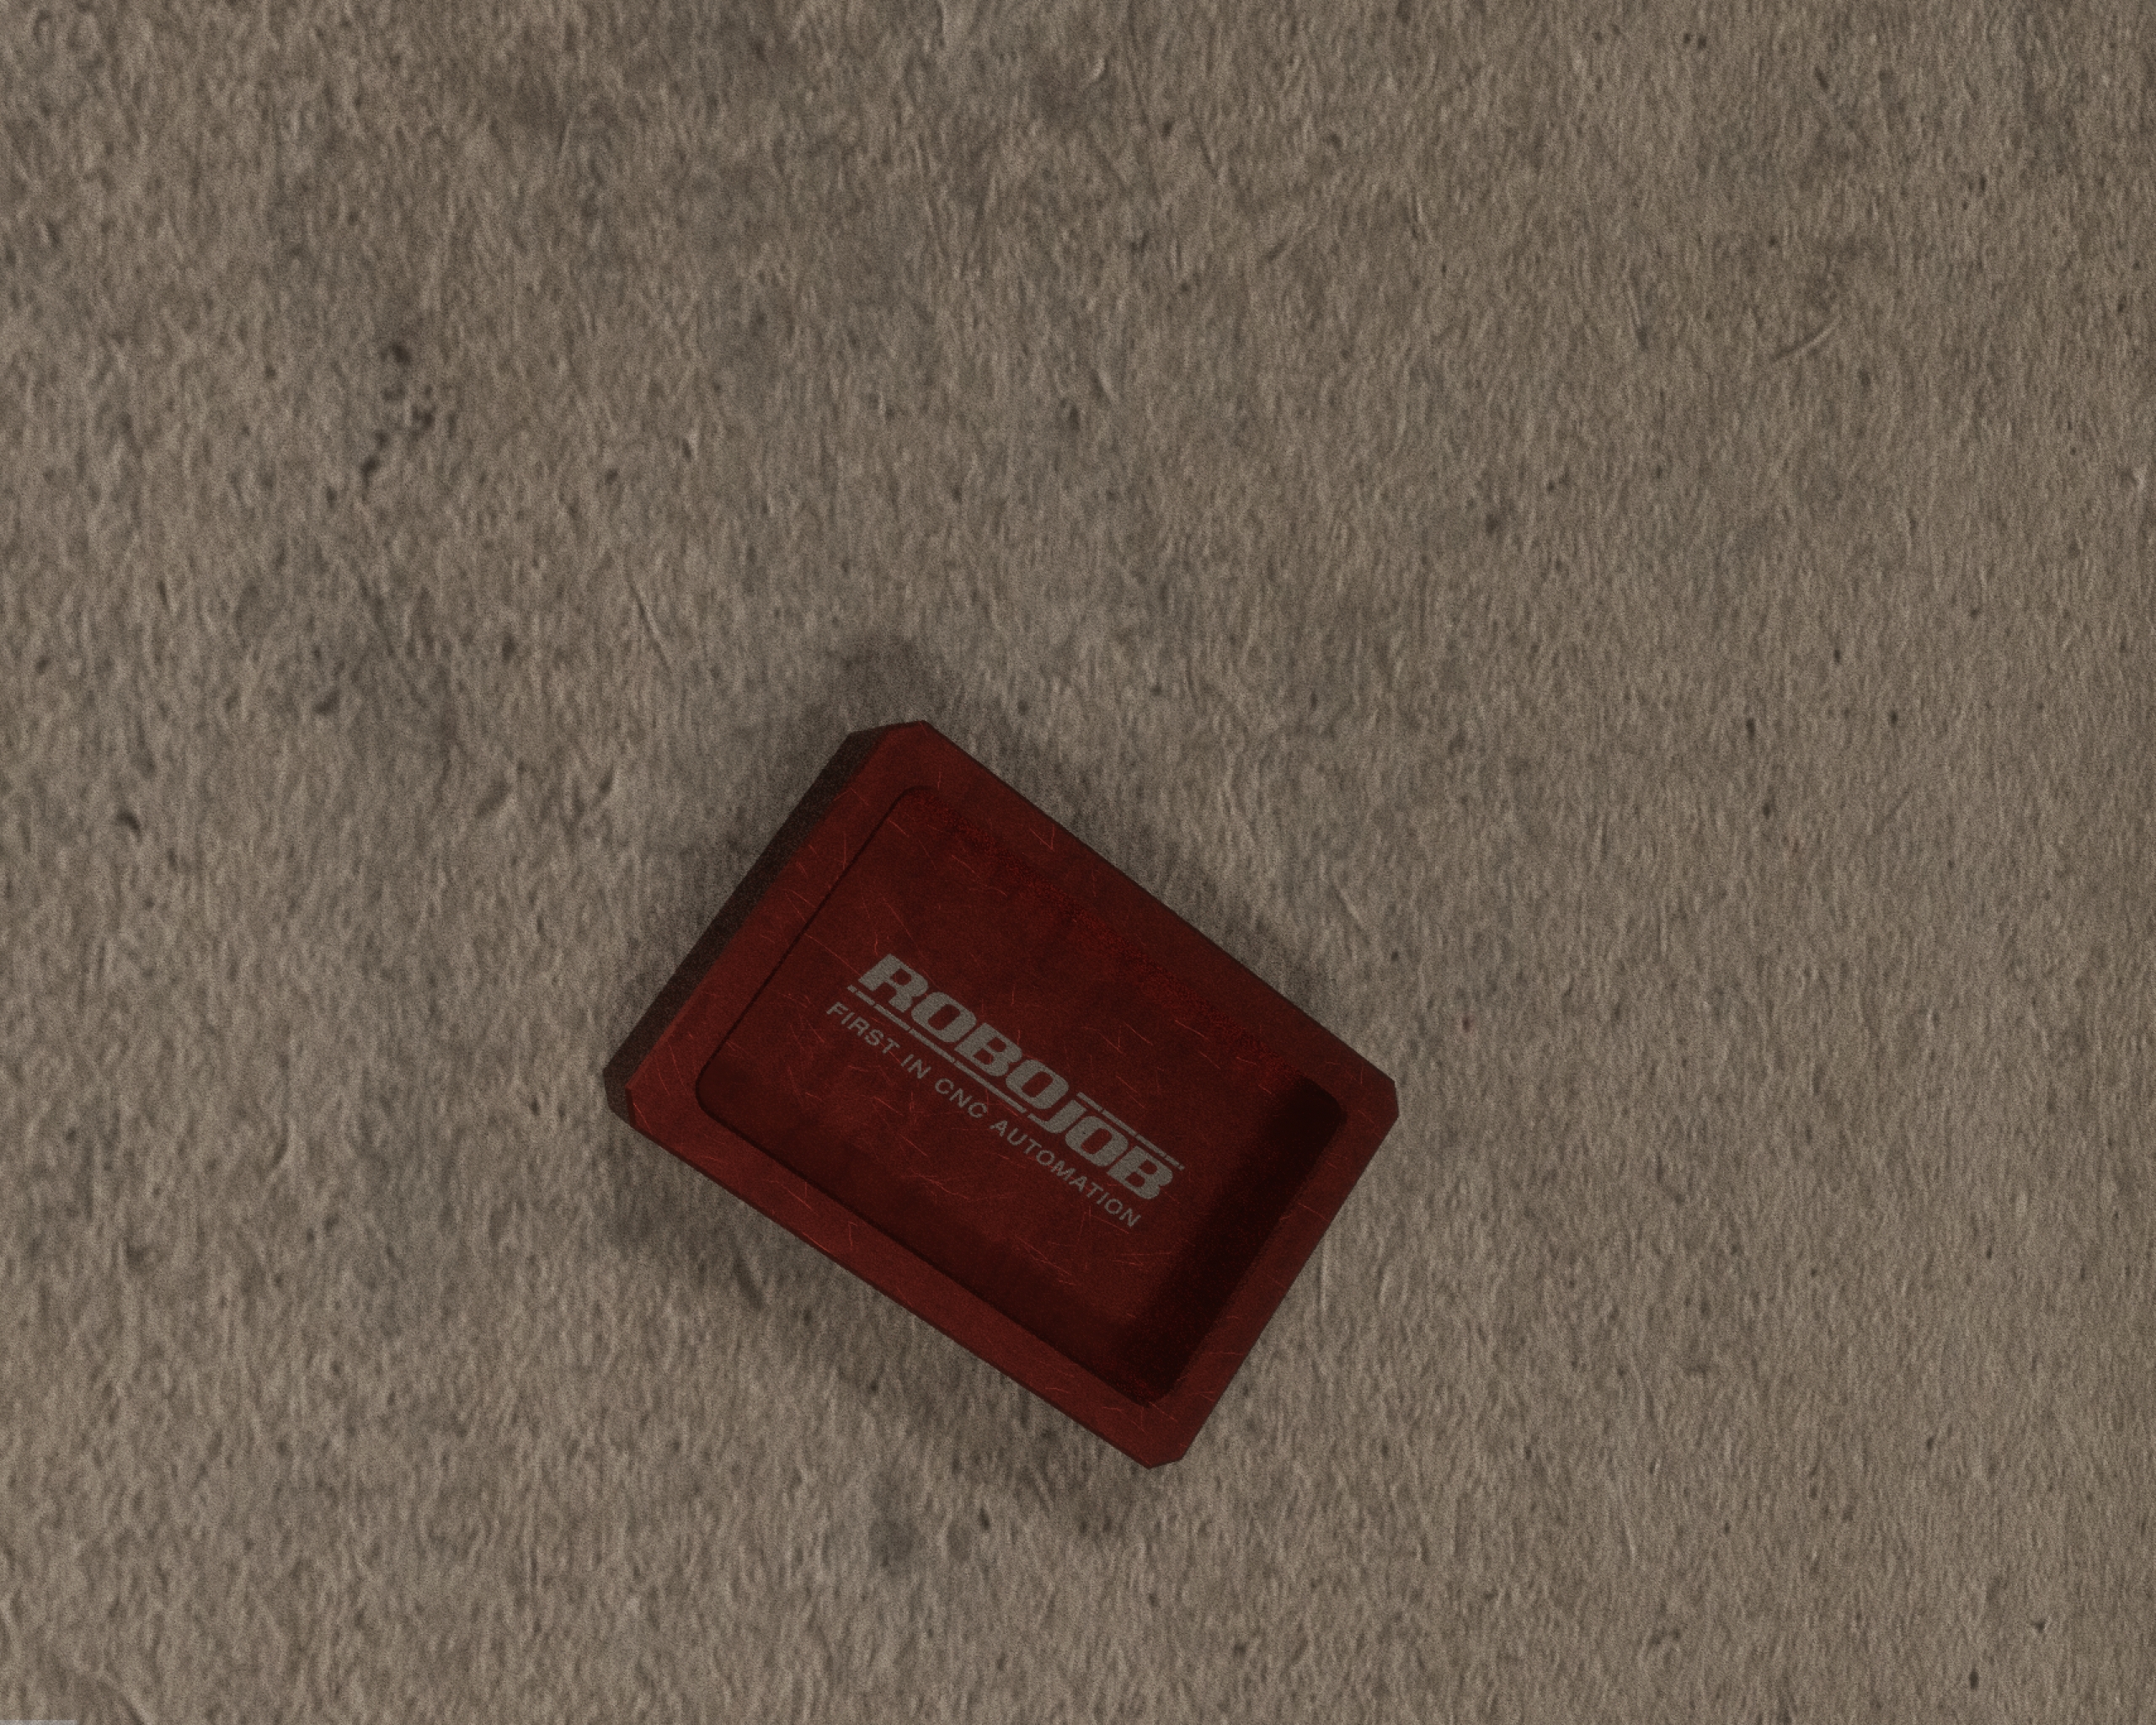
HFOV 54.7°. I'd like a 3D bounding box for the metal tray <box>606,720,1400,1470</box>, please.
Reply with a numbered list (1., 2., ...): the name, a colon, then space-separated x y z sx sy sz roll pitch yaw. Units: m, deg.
1. metal tray: -0.012 0.045 0.404 0.130 0.030 0.090 38 78 -17
